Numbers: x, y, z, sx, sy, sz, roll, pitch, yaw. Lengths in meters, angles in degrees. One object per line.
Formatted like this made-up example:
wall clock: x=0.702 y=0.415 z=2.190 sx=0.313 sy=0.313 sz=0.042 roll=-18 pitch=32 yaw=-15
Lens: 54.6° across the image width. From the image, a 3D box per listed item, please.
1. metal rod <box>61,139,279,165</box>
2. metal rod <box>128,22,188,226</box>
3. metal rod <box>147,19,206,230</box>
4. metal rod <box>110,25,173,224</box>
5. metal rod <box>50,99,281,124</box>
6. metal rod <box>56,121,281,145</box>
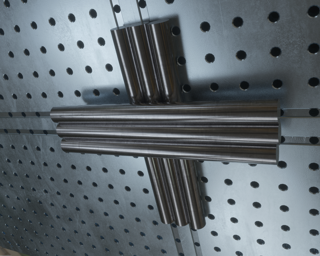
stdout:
metal rod: x=-0.008 y=0.026 z=0.399 sx=0.300 sy=0.025 sz=0.025 roll=1 pitch=119 yaw=28
metal rod: x=0.005 y=0.013 z=0.417 sx=0.025 sy=0.025 sz=0.298 roll=2 pitch=119 yaw=27
metal rod: x=0.028 y=0.014 z=0.406 sx=0.025 sy=0.025 sz=0.298 roll=2 pitch=119 yaw=27
metal rod: x=-0.016 y=0.013 z=0.429 sx=0.025 sy=0.025 sz=0.298 roll=2 pitch=119 yaw=27
metal rod: x=-0.015 y=-0.018 z=0.376 sx=0.300 sy=0.025 sz=0.025 roll=1 pitch=119 yaw=28
metal rod: x=-0.010 y=0.004 z=0.387 sx=0.300 sy=0.025 sz=0.025 roll=1 pitch=119 yaw=28
